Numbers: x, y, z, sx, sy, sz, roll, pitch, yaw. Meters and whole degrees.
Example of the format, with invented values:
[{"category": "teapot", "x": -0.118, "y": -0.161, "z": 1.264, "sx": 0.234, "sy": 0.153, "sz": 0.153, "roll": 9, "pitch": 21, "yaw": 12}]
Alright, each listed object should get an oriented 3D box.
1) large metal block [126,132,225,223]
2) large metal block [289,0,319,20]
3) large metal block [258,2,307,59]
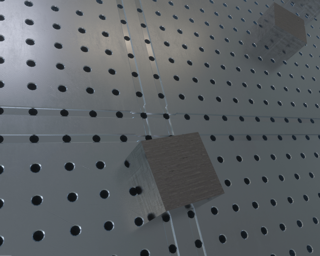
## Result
[{"category": "large metal block", "x": 0.016, "y": 0.056, "z": 0.366, "sx": 0.081, "sy": 0.050, "sz": 0.080, "roll": -8, "pitch": 66, "yaw": -32}, {"category": "large metal block", "x": 0.396, "y": -0.343, "z": 0.812, "sx": 0.080, "sy": 0.050, "sz": 0.080, "roll": 39, "pitch": 51, "yaw": -2}, {"category": "large metal block", "x": 0.256, "y": -0.205, "z": 0.654, "sx": 0.080, "sy": 0.050, "sz": 0.080, "roll": 24, "pitch": 53, "yaw": -14}]
